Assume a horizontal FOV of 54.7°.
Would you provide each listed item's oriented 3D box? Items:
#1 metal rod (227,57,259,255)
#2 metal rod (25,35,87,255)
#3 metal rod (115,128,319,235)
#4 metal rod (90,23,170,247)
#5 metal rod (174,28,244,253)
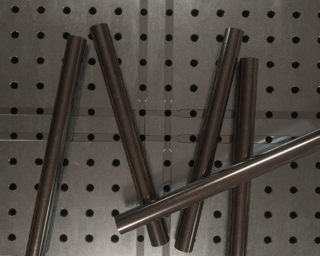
[{"bbox_3d":[0.110,0.057,0.414,0.025,0.025,0.298,4,90,-1],"label":"metal rod"},{"bbox_3d":[-0.138,0.027,0.411,0.025,0.025,0.298,11,90,-1],"label":"metal rod"},{"bbox_3d":[0.087,0.062,0.388,0.301,0.025,0.025,-23,90,-1],"label":"metal rod"},{"bbox_3d":[-0.040,0.009,0.412,0.025,0.025,0.298,-16,90,0],"label":"metal rod"},{"bbox_3d":[0.066,0.016,0.414,0.025,0.025,0.298,13,90,-1],"label":"metal rod"}]
